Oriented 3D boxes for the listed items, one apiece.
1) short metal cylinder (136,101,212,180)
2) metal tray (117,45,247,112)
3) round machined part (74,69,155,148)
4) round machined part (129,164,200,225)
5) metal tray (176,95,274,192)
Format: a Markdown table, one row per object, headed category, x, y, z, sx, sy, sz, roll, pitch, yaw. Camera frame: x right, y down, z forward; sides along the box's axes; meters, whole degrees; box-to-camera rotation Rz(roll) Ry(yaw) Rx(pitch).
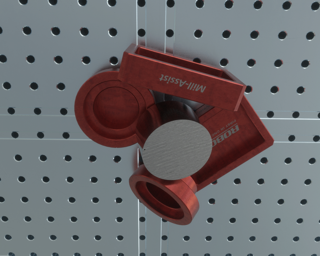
| category | x | y | z | sx | sy | sz | roll | pitch | yaw |
| --- | --- | --- | --- | --- | --- | --- | --- | --- | --- |
| short metal cylinder | 0.015 | 0.014 | 0.366 | 0.081 | 0.050 | 0.079 | -6 | 120 | -11 |
| metal tray | 0.023 | -0.061 | 0.356 | 0.131 | 0.090 | 0.030 | 14 | 110 | -6 |
| round machined part | -0.054 | -0.027 | 0.394 | 0.099 | 0.042 | 0.097 | 0 | 110 | -1 |
| round machined part | 0.010 | 0.082 | 0.416 | 0.098 | 0.042 | 0.097 | 26 | 145 | 20 |
| metal tray | 0.072 | 0.017 | 0.417 | 0.130 | 0.030 | 0.090 | -35 | 107 | 11 |
